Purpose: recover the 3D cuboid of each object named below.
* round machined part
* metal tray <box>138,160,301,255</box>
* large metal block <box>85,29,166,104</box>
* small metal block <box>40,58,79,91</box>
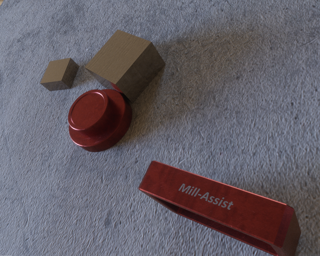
[{"bbox_3d":[-0.094,-0.017,0.453,0.098,0.042,0.098,-13,56,21],"label":"round machined part"},{"bbox_3d":[0.055,0.076,0.286,0.130,0.090,0.030,14,70,34],"label":"metal tray"},{"bbox_3d":[-0.053,-0.096,0.474,0.080,0.050,0.080,32,79,38],"label":"large metal block"},{"bbox_3d":[-0.180,-0.096,0.557,0.050,0.025,0.050,-2,61,27],"label":"small metal block"}]
